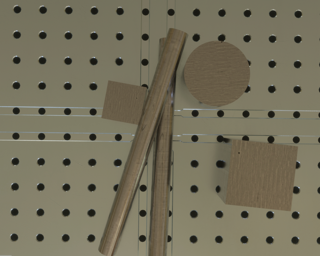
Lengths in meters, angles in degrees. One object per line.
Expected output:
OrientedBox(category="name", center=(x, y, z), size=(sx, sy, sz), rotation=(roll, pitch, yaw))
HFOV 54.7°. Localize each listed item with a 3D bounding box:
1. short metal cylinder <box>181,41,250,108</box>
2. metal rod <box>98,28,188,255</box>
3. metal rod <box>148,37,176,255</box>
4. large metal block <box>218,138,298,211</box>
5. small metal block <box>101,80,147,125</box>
OrientedBox(category="short metal cylinder", center=(0.069, -0.066, 0.401), size=(0.081, 0.050, 0.079), rotation=(0, 90, 0))
OrientedBox(category="metal rod", center=(-0.024, 0.023, 0.396), size=(0.025, 0.025, 0.298), rotation=(18, 96, 0))
OrientedBox(category="metal rod", center=(0.004, 0.032, 0.413), size=(0.025, 0.025, 0.298), rotation=(3, 90, 0))
OrientedBox(category="large metal block", center=(0.124, 0.057, 0.402), size=(0.080, 0.050, 0.080), rotation=(6, 90, 0))
OrientedBox(category="small metal block", center=(-0.047, -0.033, 0.413), size=(0.050, 0.025, 0.050), rotation=(11, 90, 0))
